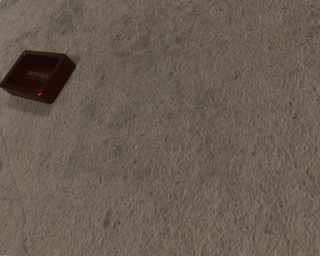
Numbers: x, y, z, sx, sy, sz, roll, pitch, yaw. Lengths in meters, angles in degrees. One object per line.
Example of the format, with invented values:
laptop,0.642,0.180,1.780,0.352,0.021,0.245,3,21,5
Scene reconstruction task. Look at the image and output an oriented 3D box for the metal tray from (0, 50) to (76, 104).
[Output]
metal tray,-0.229,-0.098,0.577,0.130,0.030,0.090,13,68,33
